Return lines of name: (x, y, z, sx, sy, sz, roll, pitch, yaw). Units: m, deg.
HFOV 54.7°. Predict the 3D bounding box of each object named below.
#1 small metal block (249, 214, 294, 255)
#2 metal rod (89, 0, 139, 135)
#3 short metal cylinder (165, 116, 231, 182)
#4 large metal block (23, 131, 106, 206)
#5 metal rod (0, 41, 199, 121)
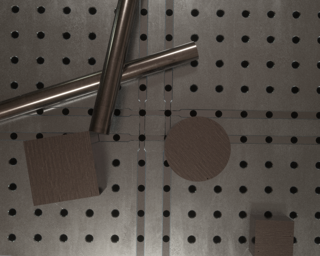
small metal block: (0.149, 0.145, 0.416, 0.050, 0.025, 0.050, 3, 90, -1)
metal rod: (-0.045, -0.139, 0.395, 0.025, 0.025, 0.299, 11, 83, -1)
short metal cylinder: (0.046, 0.025, 0.402, 0.081, 0.050, 0.079, 0, 90, -1)
large metal block: (-0.119, 0.049, 0.399, 0.081, 0.050, 0.080, -9, 90, -1)
metal rod: (-0.096, -0.058, 0.412, 0.302, 0.025, 0.025, -17, 90, -1)
